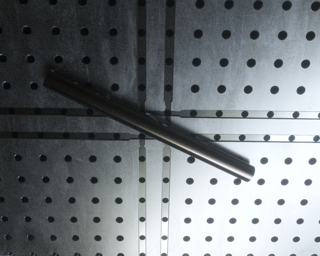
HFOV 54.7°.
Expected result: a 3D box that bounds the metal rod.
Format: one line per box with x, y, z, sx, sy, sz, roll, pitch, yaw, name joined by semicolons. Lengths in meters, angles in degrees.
-0.007;0.001;0.414;0.301;0.025;0.025;26;108;-10;metal rod
